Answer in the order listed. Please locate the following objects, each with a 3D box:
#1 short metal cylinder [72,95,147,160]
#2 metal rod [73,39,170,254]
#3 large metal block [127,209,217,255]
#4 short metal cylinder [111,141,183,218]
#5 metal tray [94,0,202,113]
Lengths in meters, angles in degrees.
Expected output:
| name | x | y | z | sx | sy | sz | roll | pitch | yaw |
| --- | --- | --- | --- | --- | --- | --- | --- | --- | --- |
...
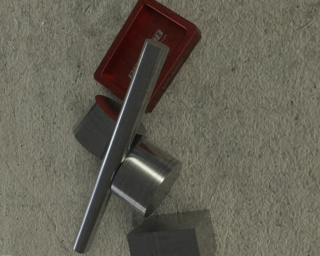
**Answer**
| name | x | y | z | sx | sy | sz | roll | pitch | yaw |
| --- | --- | --- | --- | --- | --- | --- | --- | --- | --- |
| short metal cylinder | -0.065 | 0.001 | 0.403 | 0.080 | 0.080 | 0.050 | 43 | 104 | 15 |
| metal rod | -0.056 | 0.041 | 0.365 | 0.025 | 0.025 | 0.298 | 32 | 117 | 17 |
| large metal block | 0.018 | 0.137 | 0.373 | 0.080 | 0.080 | 0.050 | -12 | 86 | 19 |
| short metal cylinder | -0.015 | 0.063 | 0.385 | 0.050 | 0.080 | 0.080 | 32 | 100 | 17 |
| metal tray | -0.018 | -0.096 | 0.412 | 0.090 | 0.030 | 0.129 | 37 | 102 | 16 |
